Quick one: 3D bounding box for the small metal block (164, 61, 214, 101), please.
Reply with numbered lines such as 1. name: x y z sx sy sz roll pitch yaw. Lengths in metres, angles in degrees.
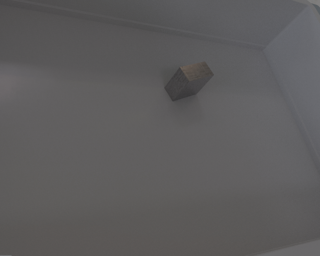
1. small metal block: 0.042 -0.068 0.453 0.050 0.050 0.025 -20 73 -35
